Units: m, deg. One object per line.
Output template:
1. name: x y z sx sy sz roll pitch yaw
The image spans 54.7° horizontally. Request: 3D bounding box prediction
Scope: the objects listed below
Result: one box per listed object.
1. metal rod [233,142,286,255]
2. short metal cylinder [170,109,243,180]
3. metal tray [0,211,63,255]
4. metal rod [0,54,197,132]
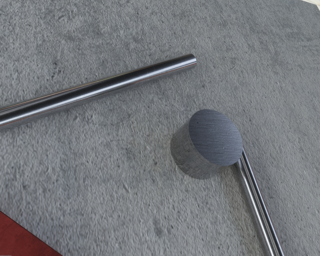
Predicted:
1. metal rod: 0.142 0.156 0.387 0.025 0.025 0.299 0 62 -29
2. short metal cylinder: 0.061 0.022 0.409 0.081 0.050 0.080 14 56 -21
3. metal tray: -0.145 0.120 0.250 0.130 0.030 0.090 38 51 -3
4. metal rod: -0.061 -0.057 0.406 0.302 0.025 0.025 -25 76 -37
